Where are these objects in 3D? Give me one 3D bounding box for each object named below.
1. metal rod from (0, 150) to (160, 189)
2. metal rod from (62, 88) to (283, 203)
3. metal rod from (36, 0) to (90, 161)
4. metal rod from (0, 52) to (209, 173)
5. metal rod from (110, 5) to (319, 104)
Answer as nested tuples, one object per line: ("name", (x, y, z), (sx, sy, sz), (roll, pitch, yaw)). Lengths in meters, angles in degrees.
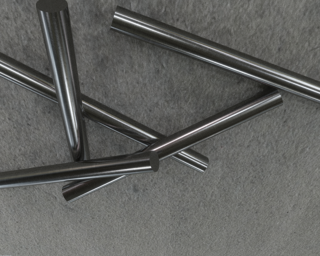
("metal rod", (-0.142, 0.062, 0.416), (0.300, 0.025, 0.025), (-10, 131, 24))
("metal rod", (0.009, 0.025, 0.398), (0.301, 0.025, 0.025), (-26, 126, 8))
("metal rod", (-0.102, -0.006, 0.368), (0.025, 0.025, 0.298), (4, 140, -4))
("metal rod", (-0.061, -0.010, 0.397), (0.301, 0.025, 0.025), (27, 125, -22))
("metal rod", (0.094, -0.071, 0.348), (0.302, 0.025, 0.025), (16, 128, -14))
